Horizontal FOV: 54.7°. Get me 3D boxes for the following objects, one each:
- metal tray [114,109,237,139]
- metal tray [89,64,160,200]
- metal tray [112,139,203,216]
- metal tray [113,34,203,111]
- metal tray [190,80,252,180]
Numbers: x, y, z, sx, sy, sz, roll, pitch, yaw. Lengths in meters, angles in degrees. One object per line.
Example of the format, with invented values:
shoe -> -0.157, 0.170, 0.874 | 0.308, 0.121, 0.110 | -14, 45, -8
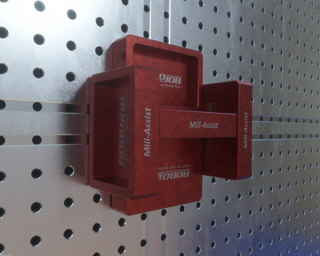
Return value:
metal tray -> 0.021, -0.004, 0.384 | 0.131, 0.090, 0.030 | 1, 90, -40
metal tray -> -0.041, 0.004, 0.333 | 0.030, 0.090, 0.129 | 1, 89, -40
metal tray -> 0.001, 0.057, 0.407 | 0.131, 0.030, 0.089 | 1, 90, -40
metal tray -> 0.002, -0.064, 0.409 | 0.131, 0.030, 0.089 | 1, 90, -40
metal tray -> 0.083, 0.003, 0.438 | 0.030, 0.090, 0.129 | 1, 89, -40
